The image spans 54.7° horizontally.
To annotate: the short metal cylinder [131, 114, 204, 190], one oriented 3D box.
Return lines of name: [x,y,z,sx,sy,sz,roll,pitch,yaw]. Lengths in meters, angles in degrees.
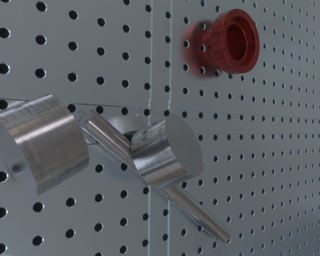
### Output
short metal cylinder: [0.010,0.029,0.379,0.080,0.050,0.080,42,33,-35]

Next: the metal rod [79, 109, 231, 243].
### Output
metal rod: [0.011,0.080,0.417,0.300,0.025,0.025,45,63,-31]

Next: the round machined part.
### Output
round machined part: [0.112,-0.133,0.492,0.099,0.042,0.097,0,90,-40]

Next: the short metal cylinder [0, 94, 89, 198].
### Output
short metal cylinder: [-0.110,0.015,0.281,0.050,0.080,0.080,-31,110,-36]
